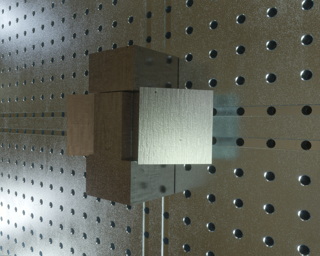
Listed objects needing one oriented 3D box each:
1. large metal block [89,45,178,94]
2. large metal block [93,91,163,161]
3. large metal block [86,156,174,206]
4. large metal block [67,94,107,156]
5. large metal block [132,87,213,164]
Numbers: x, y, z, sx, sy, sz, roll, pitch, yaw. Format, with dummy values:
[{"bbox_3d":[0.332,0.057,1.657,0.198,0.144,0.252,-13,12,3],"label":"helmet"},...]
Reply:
[{"bbox_3d":[-0.034,-0.068,0.398,0.080,0.081,0.050,2,91,39],"label":"large metal block"},{"bbox_3d":[-0.037,-0.003,0.401,0.050,0.081,0.079,1,91,40],"label":"large metal block"},{"bbox_3d":[-0.038,0.061,0.401,0.080,0.081,0.050,2,91,39],"label":"large metal block"},{"bbox_3d":[-0.095,-0.005,0.441,0.050,0.080,0.079,0,91,0],"label":"large metal block"},{"bbox_3d":[0.012,-0.002,0.351,0.050,0.081,0.079,-177,88,-77],"label":"large metal block"}]
